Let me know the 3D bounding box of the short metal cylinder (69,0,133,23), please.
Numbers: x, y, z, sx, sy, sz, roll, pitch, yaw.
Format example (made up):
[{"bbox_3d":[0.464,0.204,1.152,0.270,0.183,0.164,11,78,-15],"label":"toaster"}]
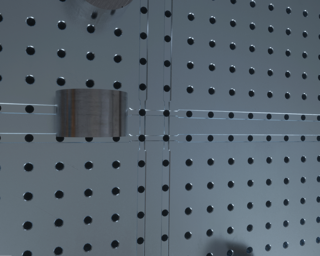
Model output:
[{"bbox_3d":[-0.070,-0.174,0.374,0.081,0.050,0.079,0,90,-21],"label":"short metal cylinder"}]

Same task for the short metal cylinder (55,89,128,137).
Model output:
[{"bbox_3d":[-0.077,-0.016,0.355,0.081,0.080,0.050,0,90,-20],"label":"short metal cylinder"}]
